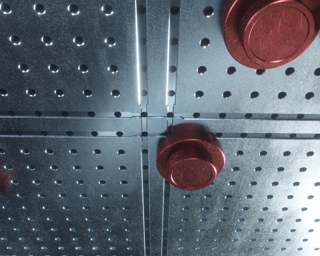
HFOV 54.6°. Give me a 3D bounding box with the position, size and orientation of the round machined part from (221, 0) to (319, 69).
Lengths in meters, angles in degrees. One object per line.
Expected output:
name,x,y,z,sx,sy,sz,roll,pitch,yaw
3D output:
round machined part,0.115,-0.102,0.314,0.099,0.042,0.097,0,130,0

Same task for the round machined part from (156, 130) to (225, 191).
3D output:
round machined part,0.044,0.053,0.445,0.099,0.042,0.097,0,130,0
